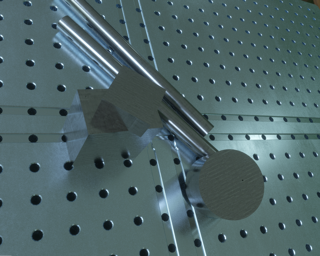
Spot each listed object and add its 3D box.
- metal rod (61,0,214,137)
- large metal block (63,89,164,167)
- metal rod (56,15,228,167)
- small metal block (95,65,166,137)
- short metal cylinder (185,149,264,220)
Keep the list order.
[{"bbox_3d":[-0.038,-0.099,0.447,0.300,0.025,0.025,45,51,3],"label":"metal rod"},{"bbox_3d":[-0.055,0.000,0.343,0.081,0.080,0.050,-6,65,-31],"label":"large metal block"},{"bbox_3d":[-0.021,-0.043,0.422,0.300,0.025,0.025,42,51,1],"label":"metal rod"},{"bbox_3d":[-0.028,-0.027,0.307,0.050,0.025,0.050,30,52,-10],"label":"small metal block"},{"bbox_3d":[0.077,0.069,0.375,0.081,0.050,0.080,3,77,-13],"label":"short metal cylinder"}]
